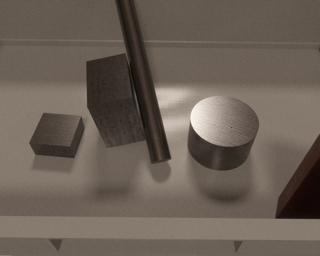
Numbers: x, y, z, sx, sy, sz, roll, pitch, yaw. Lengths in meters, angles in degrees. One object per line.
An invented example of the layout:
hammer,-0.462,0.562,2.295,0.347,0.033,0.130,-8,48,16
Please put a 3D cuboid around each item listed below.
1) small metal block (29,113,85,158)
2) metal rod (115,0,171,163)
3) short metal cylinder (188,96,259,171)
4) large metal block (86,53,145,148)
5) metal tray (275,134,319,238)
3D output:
small metal block,-0.130,0.009,0.396,0.050,0.025,0.050,5,50,3
metal rod,-0.032,-0.101,0.408,0.025,0.025,0.299,-11,76,-9
short metal cylinder,0.076,0.006,0.385,0.081,0.050,0.080,0,50,0
large metal block,-0.056,-0.034,0.393,0.050,0.080,0.080,-12,51,0
metal tray,0.171,0.064,0.286,0.090,0.129,0.030,17,52,13
